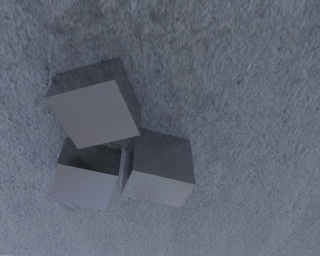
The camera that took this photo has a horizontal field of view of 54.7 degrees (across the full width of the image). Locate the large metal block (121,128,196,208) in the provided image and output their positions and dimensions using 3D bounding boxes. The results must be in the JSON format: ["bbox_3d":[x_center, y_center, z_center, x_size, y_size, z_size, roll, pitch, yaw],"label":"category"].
[{"bbox_3d":[-0.003,0.051,0.415,0.081,0.080,0.050,15,128,-13],"label":"large metal block"}]

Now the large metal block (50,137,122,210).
[{"bbox_3d":[-0.106,0.067,0.447,0.081,0.050,0.079,14,129,-12],"label":"large metal block"}]

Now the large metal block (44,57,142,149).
[{"bbox_3d":[-0.073,-0.028,0.366,0.080,0.050,0.080,-13,129,10],"label":"large metal block"}]
